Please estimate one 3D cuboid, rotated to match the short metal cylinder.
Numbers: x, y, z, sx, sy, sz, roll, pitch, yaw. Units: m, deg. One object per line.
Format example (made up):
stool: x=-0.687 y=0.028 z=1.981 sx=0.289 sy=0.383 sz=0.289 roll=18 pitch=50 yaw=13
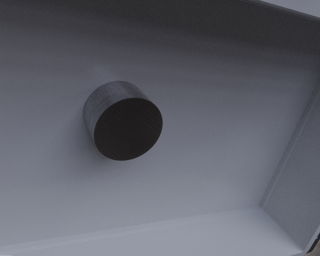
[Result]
short metal cylinder: x=-0.044 y=-0.009 z=0.362 sx=0.081 sy=0.050 sz=0.080 roll=-14 pitch=124 yaw=-21
